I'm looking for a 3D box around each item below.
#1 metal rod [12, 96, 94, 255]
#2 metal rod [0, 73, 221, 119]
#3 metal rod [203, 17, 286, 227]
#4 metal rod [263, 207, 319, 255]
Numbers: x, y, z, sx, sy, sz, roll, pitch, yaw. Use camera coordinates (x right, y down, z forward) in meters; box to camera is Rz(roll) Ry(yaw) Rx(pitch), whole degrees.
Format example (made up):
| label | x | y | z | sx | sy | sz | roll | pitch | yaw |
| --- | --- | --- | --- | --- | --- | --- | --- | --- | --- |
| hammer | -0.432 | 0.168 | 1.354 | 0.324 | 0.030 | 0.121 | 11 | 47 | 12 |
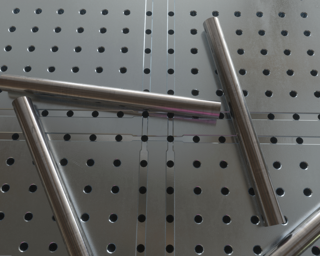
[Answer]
| label | x | y | z | sx | sy | sz | roll | pitch | yaw |
| --- | --- | --- | --- | --- | --- | --- | --- | --- | --- |
| metal rod | -0.122 | 0.090 | 0.378 | 0.025 | 0.025 | 0.299 | -25 | 72 | -9 |
| metal rod | -0.069 | -0.044 | 0.427 | 0.301 | 0.025 | 0.025 | 8 | 70 | 2 |
| metal rod | 0.107 | -0.022 | 0.420 | 0.025 | 0.025 | 0.299 | -11 | 70 | -4 |
| metal rod | 0.227 | 0.089 | 0.380 | 0.301 | 0.025 | 0.025 | -34 | 74 | -12 |
